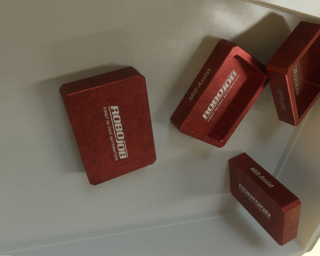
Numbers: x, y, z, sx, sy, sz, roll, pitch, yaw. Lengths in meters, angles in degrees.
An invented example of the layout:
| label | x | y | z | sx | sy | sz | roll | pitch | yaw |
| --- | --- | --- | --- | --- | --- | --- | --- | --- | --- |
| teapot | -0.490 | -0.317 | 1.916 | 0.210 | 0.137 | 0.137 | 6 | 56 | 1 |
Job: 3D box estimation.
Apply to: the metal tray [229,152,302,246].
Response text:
| label | x | y | z | sx | sy | sz | roll | pitch | yaw |
| --- | --- | --- | --- | --- | --- | --- | --- | --- | --- |
| metal tray | 0.163 | 0.110 | 0.497 | 0.030 | 0.130 | 0.089 | -23 | 127 | -14 |

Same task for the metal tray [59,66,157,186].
| label | x | y | z | sx | sy | sz | roll | pitch | yaw |
| --- | --- | --- | --- | --- | --- | --- | --- | --- | --- |
| metal tray | -0.057 | 0.000 | 0.374 | 0.091 | 0.030 | 0.129 | -19 | 126 | -17 |

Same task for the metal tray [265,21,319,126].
| label | x | y | z | sx | sy | sz | roll | pitch | yaw |
| --- | --- | --- | --- | --- | --- | --- | --- | --- | --- |
| metal tray | 0.199 | -0.073 | 0.443 | 0.090 | 0.030 | 0.130 | -50 | 138 | -11 |

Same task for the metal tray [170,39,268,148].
| label | x | y | z | sx | sy | sz | roll | pitch | yaw |
| --- | --- | --- | --- | --- | --- | --- | --- | --- | --- |
| metal tray | 0.085 | -0.042 | 0.425 | 0.091 | 0.030 | 0.129 | 22 | 107 | -36 |
